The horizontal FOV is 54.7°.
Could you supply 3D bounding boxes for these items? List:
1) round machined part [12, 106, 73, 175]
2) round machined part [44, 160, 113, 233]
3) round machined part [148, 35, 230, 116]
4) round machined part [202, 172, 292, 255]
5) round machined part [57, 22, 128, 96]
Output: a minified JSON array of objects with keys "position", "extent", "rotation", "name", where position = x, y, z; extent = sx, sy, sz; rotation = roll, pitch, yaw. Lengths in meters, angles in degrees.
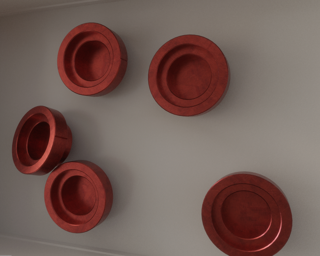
[{"position":[-0.165,0.020,0.447],"extent":[0.098,0.042,0.098],"rotation":[-10,71,33],"name":"round machined part"},{"position":[-0.110,0.094,0.439],"extent":[0.098,0.042,0.097],"rotation":[0,90,19],"name":"round machined part"},{"position":[0.039,-0.063,0.387],"extent":[0.098,0.042,0.097],"rotation":[0,90,19],"name":"round machined part"},{"position":[0.102,0.100,0.365],"extent":[0.098,0.042,0.097],"rotation":[0,90,19],"name":"round machined part"},{"position":[-0.089,-0.092,0.432],"extent":[0.098,0.042,0.097],"rotation":[0,90,19],"name":"round machined part"}]
